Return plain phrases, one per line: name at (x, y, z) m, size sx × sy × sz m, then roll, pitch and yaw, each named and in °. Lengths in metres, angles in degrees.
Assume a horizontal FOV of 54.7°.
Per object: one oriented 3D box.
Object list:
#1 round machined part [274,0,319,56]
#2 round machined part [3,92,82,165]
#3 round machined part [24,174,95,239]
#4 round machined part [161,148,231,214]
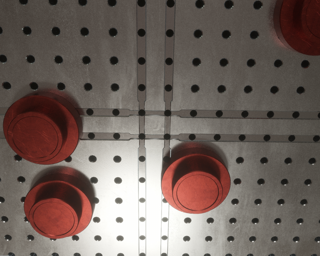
round machined part at (0.188, -0.133, 0.358) m, size 0.099 × 0.042 × 0.097 m, roll 0°, pitch 110°, yaw -1°
round machined part at (-0.155, 0.005, 0.404) m, size 0.099 × 0.042 × 0.097 m, roll 0°, pitch 110°, yaw -1°
round machined part at (-0.147, 0.119, 0.446) m, size 0.099 × 0.042 × 0.097 m, roll 0°, pitch 110°, yaw -1°
round machined part at (0.050, 0.081, 0.435) m, size 0.099 × 0.042 × 0.097 m, roll 0°, pitch 110°, yaw -1°
